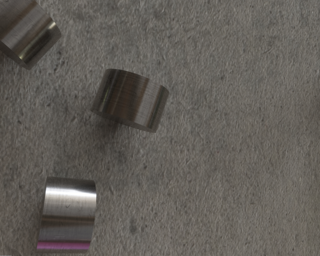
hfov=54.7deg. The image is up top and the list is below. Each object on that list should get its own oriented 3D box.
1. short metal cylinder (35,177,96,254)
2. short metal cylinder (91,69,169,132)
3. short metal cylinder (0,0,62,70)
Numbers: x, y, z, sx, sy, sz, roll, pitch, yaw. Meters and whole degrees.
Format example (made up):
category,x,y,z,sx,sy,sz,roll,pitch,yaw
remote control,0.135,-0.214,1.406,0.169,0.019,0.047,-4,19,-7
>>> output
category,x,y,z,sx,sy,sz,roll,pitch,yaw
short metal cylinder,-0.104,0.096,0.342,0.050,0.080,0.080,9,87,-20
short metal cylinder,-0.035,-0.031,0.368,0.080,0.080,0.050,20,83,-19
short metal cylinder,-0.152,-0.106,0.323,0.080,0.080,0.050,41,77,-16
